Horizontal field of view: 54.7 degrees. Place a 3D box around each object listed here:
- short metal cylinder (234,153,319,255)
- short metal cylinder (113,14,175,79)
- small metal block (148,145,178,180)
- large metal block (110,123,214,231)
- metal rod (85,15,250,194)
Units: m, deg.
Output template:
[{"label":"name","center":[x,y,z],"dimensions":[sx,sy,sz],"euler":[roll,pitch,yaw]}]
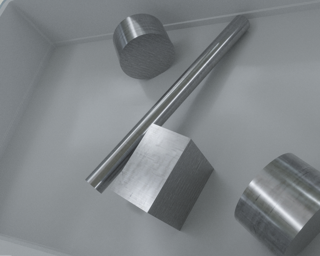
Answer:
[{"label":"short metal cylinder","center":[0.112,0.069,0.269],"dimensions":[0.080,0.080,0.050],"euler":[-45,51,-4]},{"label":"short metal cylinder","center":[-0.024,-0.118,0.454],"dimensions":[0.080,0.080,0.050],"euler":[-28,53,10]},{"label":"small metal block","center":[-0.008,0.031,0.390],"dimensions":[0.050,0.025,0.050],"euler":[18,71,34]},{"label":"large metal block","center":[0.007,0.054,0.333],"dimensions":[0.050,0.080,0.080],"euler":[22,73,35]},{"label":"metal rod","center":[0.020,-0.041,0.395],"dimensions":[0.025,0.025,0.301],"euler":[29,70,37]}]
